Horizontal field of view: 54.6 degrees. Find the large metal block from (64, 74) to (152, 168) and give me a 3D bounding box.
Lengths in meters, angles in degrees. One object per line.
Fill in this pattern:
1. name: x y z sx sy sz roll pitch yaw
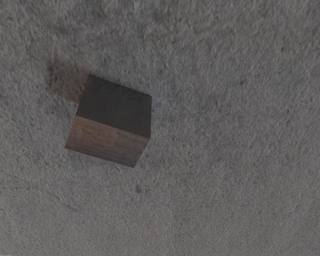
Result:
1. large metal block: -0.057 -0.009 0.363 0.080 0.080 0.050 19 128 -15
